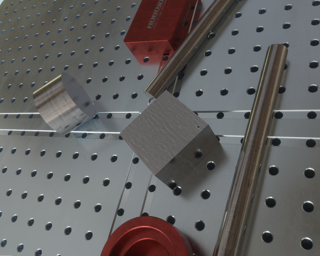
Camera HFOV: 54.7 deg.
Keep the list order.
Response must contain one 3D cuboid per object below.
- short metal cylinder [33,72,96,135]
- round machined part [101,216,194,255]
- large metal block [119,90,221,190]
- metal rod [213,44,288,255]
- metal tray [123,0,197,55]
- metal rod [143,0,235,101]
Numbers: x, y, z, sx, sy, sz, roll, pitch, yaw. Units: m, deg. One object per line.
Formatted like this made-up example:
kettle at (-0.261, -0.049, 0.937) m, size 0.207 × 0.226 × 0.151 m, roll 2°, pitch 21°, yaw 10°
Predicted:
short metal cylinder at (-0.143, -0.037, 0.468) m, size 0.050 × 0.080 × 0.080 m, roll -31°, pitch 52°, yaw 8°
round machined part at (-0.010, 0.143, 0.314) m, size 0.098 × 0.042 × 0.098 m, roll -13°, pitch 56°, yaw 20°
large metal block at (0.011, 0.013, 0.377) m, size 0.080 × 0.050 × 0.080 m, roll -44°, pitch 51°, yaw -2°
metal rod at (0.098, 0.033, 0.335) m, size 0.025 × 0.025 × 0.300 m, roll 7°, pitch 65°, yaw 31°
metal tray at (0.003, -0.183, 0.514) m, size 0.090 × 0.030 × 0.130 m, roll 6°, pitch 64°, yaw 30°
metal rod at (0.075, -0.163, 0.467) m, size 0.025 × 0.025 × 0.300 m, roll 29°, pitch 77°, yaw 37°
